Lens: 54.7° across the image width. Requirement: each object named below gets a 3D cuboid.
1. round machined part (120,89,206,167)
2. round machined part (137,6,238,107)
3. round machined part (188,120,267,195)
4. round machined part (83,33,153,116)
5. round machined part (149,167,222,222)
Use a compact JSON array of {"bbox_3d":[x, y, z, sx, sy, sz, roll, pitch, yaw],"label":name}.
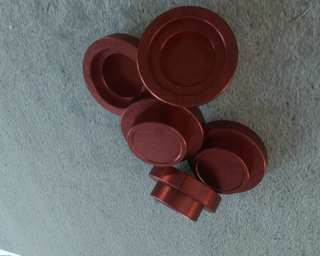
[{"bbox_3d":[0.001,0.007,0.357,0.098,0.042,0.097,9,131,10],"label":"round machined part"},{"bbox_3d":[0.029,-0.070,0.320,0.098,0.042,0.097,0,92,10],"label":"round machined part"},{"bbox_3d":[0.078,0.042,0.381,0.098,0.042,0.097,13,124,20],"label":"round machined part"},{"bbox_3d":[-0.041,-0.066,0.376,0.098,0.042,0.097,13,124,20],"label":"round machined part"},{"bbox_3d":[0.027,0.087,0.403,0.098,0.042,0.098,29,167,8],"label":"round machined part"}]
